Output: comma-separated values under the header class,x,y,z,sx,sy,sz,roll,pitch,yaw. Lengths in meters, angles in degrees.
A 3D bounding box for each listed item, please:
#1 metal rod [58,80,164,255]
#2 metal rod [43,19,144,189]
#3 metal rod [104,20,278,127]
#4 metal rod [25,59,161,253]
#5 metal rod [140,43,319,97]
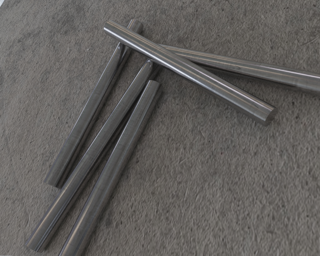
class,x,y,z,sx,sy,sz,roll,pitch,yaw
metal rod,-0.067,0.067,0.397,0.025,0.025,0.300,13,68,33
metal rod,-0.096,-0.049,0.484,0.025,0.025,0.300,10,67,32
metal rod,0.022,-0.088,0.425,0.300,0.025,0.025,36,82,32
metal rod,-0.085,0.028,0.431,0.025,0.025,0.300,21,72,36
metal rod,0.088,-0.082,0.408,0.300,0.025,0.025,22,73,36
